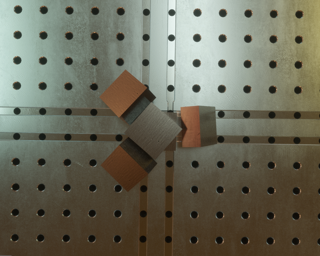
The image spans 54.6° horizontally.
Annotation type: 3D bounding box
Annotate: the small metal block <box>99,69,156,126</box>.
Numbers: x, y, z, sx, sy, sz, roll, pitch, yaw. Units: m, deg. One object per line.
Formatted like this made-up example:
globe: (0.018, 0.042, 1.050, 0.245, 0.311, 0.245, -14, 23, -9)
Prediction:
small metal block: (-0.042, -0.040, 0.401, 0.050, 0.025, 0.050, -47, 54, 0)

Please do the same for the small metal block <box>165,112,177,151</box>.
small metal block: (-0.004, 0.003, 0.413, 0.050, 0.025, 0.050, 2, 93, 0)

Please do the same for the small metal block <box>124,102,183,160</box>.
small metal block: (-0.008, 0.004, 0.388, 0.050, 0.025, 0.050, 41, 89, -1)

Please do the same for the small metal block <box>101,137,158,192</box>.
small metal block: (-0.040, 0.047, 0.400, 0.050, 0.025, 0.050, 45, 127, 0)

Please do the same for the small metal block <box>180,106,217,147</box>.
small metal block: (0.051, -0.002, 0.398, 0.025, 0.050, 0.050, -3, 90, 33)
